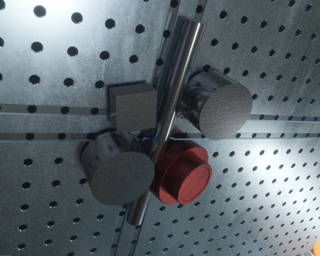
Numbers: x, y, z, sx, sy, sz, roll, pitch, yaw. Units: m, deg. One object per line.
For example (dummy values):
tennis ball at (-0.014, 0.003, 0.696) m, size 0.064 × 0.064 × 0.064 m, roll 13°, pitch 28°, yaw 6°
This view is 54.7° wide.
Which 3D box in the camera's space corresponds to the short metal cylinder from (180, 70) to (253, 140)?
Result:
short metal cylinder at (0.074, -0.031, 0.411) m, size 0.081 × 0.050 × 0.079 m, roll -14°, pitch 124°, yaw -21°

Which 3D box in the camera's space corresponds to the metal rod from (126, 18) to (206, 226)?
metal rod at (0.001, 0.009, 0.412) m, size 0.025 × 0.025 × 0.298 m, roll 3°, pitch 117°, yaw -30°

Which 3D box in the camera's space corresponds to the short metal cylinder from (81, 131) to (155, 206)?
short metal cylinder at (-0.054, 0.050, 0.391) m, size 0.081 × 0.050 × 0.079 m, roll -14°, pitch 124°, yaw -21°

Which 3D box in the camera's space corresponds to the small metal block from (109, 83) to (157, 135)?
small metal block at (-0.032, -0.024, 0.374) m, size 0.050 × 0.025 × 0.050 m, roll -11°, pitch 123°, yaw -23°

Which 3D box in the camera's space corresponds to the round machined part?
round machined part at (0.036, 0.070, 0.443) m, size 0.099 × 0.042 × 0.097 m, roll -27°, pitch 134°, yaw -31°
